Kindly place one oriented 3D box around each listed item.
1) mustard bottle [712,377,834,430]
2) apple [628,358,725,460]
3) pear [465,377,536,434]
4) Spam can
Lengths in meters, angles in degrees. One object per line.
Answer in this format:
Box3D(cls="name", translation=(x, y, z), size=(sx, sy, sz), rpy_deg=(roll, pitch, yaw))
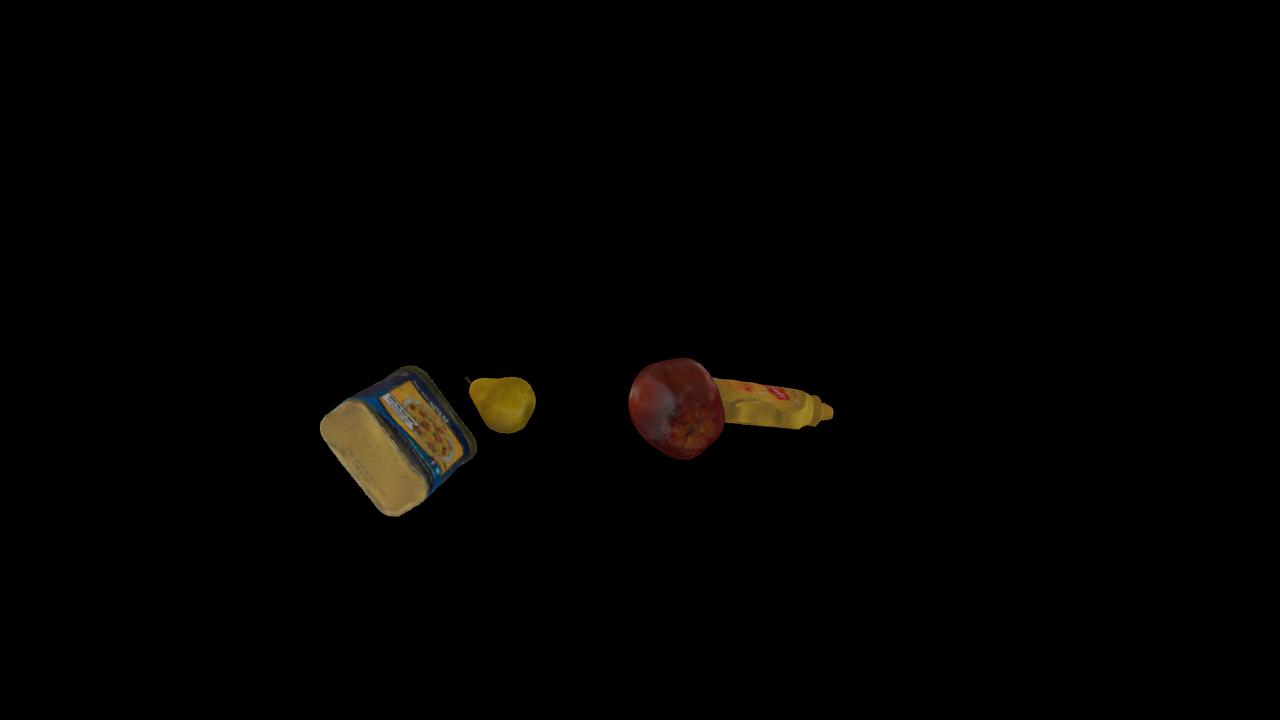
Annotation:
Box3D(cls="mustard bottle", translation=(0.174, 0.062, 0.833), size=(0.184, 0.054, 0.092), rpy_deg=(7, 12, -8))
Box3D(cls="apple", translation=(0.030, 0.040, 0.494), size=(0.079, 0.079, 0.093), rpy_deg=(0, 18, -16))
Box3D(cls="pear", translation=(-0.202, 0.053, 0.843), size=(0.111, 0.080, 0.080), rpy_deg=(19, 3, 10))
Box3D(cls="Spam can", translation=(-0.195, 0.065, 0.504), size=(0.058, 0.101, 0.085), rpy_deg=(-33, 9, 16))
